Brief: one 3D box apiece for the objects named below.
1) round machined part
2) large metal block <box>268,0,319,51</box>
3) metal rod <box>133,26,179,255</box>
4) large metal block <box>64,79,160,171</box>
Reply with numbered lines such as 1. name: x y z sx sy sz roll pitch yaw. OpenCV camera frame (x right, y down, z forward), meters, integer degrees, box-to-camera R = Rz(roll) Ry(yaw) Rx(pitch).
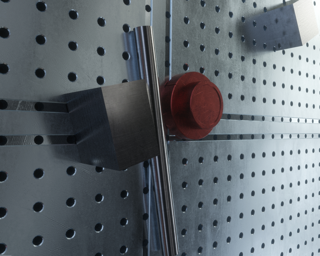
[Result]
1. round machined part: 0.053 -0.032 0.442 0.099 0.042 0.097 0 90 -40
2. large metal block: 0.267 -0.210 0.616 0.081 0.050 0.080 -35 112 -34
3. metal rod: -0.004 0.021 0.405 0.025 0.025 0.298 -12 98 -40
4. large metal block: -0.052 -0.005 0.330 0.050 0.080 0.079 -18 102 -39
